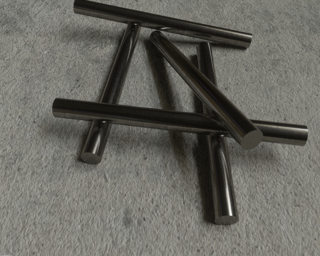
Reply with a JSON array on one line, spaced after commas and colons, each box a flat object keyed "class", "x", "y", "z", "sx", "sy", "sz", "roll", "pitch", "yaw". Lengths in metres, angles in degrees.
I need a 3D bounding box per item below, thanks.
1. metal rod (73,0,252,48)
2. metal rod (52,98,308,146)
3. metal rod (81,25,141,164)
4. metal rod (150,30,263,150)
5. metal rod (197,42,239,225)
[{"class": "metal rod", "x": 0.005, "y": -0.178, "z": 0.527, "sx": 0.302, "sy": 0.025, "sz": 0.025, "roll": 11, "pitch": 51, "yaw": -1}, {"class": "metal rod", "x": 0.019, "y": -0.008, "z": 0.376, "sx": 0.302, "sy": 0.025, "sz": 0.025, "roll": 7, "pitch": 50, "yaw": 5}, {"class": "metal rod", "x": -0.064, "y": -0.077, "z": 0.467, "sx": 0.025, "sy": 0.025, "sz": 0.300, "roll": 6, "pitch": 50, "yaw": 5}, {"class": "metal rod", "x": 0.043, "y": -0.072, "z": 0.422, "sx": 0.025, "sy": 0.025, "sz": 0.300, "roll": -15, "pitch": 39, "yaw": -12}, {"class": "metal rod", "x": 0.071, "y": -0.018, "z": 0.418, "sx": 0.025, "sy": 0.025, "sz": 0.300, "roll": 1, "pitch": 50, "yaw": 0}]
